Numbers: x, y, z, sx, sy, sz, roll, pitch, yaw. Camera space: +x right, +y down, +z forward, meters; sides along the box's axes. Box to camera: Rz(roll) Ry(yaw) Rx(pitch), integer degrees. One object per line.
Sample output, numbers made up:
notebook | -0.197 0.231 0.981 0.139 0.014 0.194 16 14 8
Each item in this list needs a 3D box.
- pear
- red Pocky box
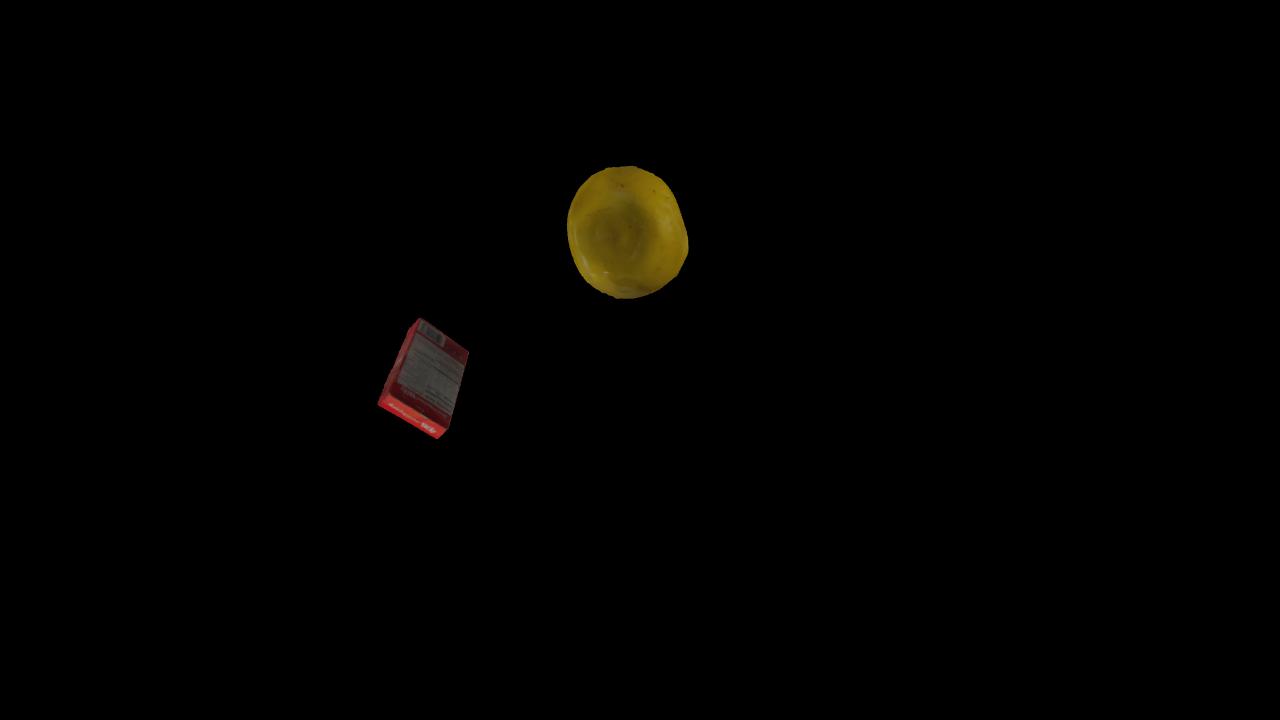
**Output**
pear | -0.002 -0.082 0.401 0.080 0.080 0.111 0 10 17
red Pocky box | -0.262 0.019 0.758 0.028 0.155 0.083 -36 -59 22
